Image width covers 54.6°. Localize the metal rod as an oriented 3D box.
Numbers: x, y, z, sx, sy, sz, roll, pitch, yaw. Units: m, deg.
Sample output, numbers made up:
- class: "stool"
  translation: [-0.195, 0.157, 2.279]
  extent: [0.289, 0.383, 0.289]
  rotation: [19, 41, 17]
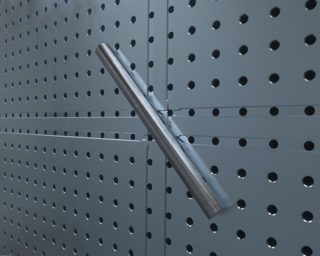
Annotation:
- class: "metal rod"
  translation: [-0.012, -0.012, 0.421]
  extent: [0.025, 0.025, 0.299]
  rotation: [-50, 61, 28]
